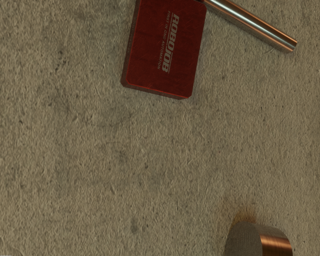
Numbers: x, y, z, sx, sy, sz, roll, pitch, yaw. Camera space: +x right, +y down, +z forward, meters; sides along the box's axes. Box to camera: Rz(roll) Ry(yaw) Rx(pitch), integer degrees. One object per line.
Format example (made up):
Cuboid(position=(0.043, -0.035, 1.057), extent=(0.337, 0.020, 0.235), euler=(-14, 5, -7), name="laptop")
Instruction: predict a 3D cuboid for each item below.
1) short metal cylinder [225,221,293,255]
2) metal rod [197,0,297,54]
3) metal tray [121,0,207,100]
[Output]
Cuboid(position=(0.135, 0.175, 0.430), extent=(0.050, 0.080, 0.080), euler=(17, 84, -19), name="short metal cylinder")
Cuboid(position=(0.072, -0.180, 0.435), extent=(0.302, 0.025, 0.025), euler=(22, 83, -19), name="metal rod")
Cuboid(position=(0.006, -0.110, 0.409), extent=(0.091, 0.030, 0.129), euler=(12, 86, -20), name="metal tray")
